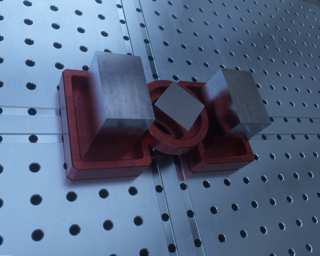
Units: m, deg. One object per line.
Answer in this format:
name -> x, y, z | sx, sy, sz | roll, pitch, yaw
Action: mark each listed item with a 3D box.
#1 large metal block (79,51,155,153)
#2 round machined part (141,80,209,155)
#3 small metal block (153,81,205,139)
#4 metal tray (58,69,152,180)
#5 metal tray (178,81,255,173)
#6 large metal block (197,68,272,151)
large metal block -> -0.052, -0.025, 0.343 | 0.050, 0.080, 0.080 | 1, 62, -28
round machined part -> 0.009, -0.010, 0.397 | 0.099, 0.042, 0.098 | 14, 56, -21
small metal block -> 0.019, -0.022, 0.379 | 0.050, 0.025, 0.050 | 38, 51, -3
metal tray -> -0.068, -0.007, 0.371 | 0.091, 0.030, 0.130 | 1, 61, -28
metal tray -> 0.073, -0.005, 0.445 | 0.091, 0.030, 0.130 | 0, 62, -28
large metal block -> 0.091, -0.022, 0.418 | 0.050, 0.080, 0.080 | 1, 61, -28
